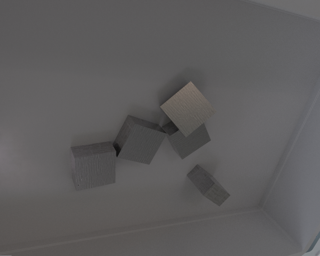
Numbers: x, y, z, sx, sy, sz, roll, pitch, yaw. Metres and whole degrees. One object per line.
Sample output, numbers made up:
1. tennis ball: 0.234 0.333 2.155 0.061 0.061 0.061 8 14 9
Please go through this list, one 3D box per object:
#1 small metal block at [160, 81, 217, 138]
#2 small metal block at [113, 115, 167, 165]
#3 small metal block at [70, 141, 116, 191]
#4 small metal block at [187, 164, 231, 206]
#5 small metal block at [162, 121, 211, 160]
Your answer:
1. small metal block: 0.036 -0.023 0.396 0.050 0.025 0.050 -40 88 -1
2. small metal block: -0.027 0.016 0.404 0.050 0.025 0.050 18 109 -35
3. small metal block: -0.084 0.048 0.392 0.050 0.025 0.050 -8 122 -24
4. small metal block: 0.077 0.090 0.490 0.025 0.050 0.050 -47 129 5
5. small metal block: 0.038 0.008 0.434 0.050 0.025 0.050 -33 129 -7
